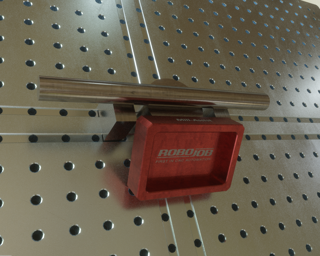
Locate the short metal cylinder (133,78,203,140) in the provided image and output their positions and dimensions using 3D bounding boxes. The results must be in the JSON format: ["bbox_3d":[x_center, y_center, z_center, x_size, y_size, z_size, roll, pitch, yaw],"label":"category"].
[{"bbox_3d":[0.009,-0.018,0.407,0.081,0.050,0.080,14,56,-21],"label":"short metal cylinder"}]

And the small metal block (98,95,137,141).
[{"bbox_3d":[-0.053,-0.018,0.375,0.025,0.050,0.050,-1,62,-29],"label":"small metal block"}]

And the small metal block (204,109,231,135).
[{"bbox_3d":[0.071,-0.015,0.440,0.025,0.050,0.050,-1,62,-29],"label":"small metal block"}]

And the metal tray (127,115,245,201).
[{"bbox_3d":[0.032,0.033,0.366,0.131,0.089,0.030,0,18,-28],"label":"metal tray"}]

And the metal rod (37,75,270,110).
[{"bbox_3d":[0.014,-0.038,0.375,0.303,0.025,0.025,0,62,-28],"label":"metal rod"}]
